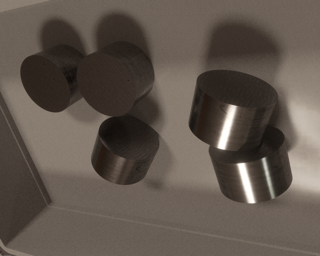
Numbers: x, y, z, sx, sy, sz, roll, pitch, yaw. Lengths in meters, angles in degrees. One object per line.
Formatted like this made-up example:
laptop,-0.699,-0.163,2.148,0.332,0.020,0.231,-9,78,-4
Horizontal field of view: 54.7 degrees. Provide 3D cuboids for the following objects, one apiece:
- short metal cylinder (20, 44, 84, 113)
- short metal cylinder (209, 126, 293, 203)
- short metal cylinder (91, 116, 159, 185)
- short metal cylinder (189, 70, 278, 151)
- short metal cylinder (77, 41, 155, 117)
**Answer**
short metal cylinder,-0.139,-0.068,0.422,0.080,0.050,0.079,13,124,20
short metal cylinder,0.100,0.037,0.343,0.080,0.080,0.050,-6,115,31
short metal cylinder,-0.047,0.029,0.414,0.080,0.080,0.050,31,128,8
short metal cylinder,0.073,-0.021,0.321,0.080,0.080,0.050,19,126,16
short metal cylinder,-0.054,-0.061,0.382,0.080,0.050,0.079,13,124,20
